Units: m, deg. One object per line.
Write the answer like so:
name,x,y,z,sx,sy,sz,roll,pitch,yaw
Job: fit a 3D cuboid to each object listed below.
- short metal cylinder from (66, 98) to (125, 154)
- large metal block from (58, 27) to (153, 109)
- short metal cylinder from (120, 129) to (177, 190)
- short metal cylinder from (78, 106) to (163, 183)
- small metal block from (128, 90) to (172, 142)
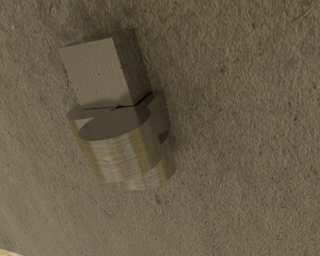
short metal cylinder,-0.075,-0.007,0.409,0.080,0.080,0.050,-2,117,29
large metal block,-0.065,-0.072,0.383,0.080,0.050,0.080,-2,118,29
short metal cylinder,-0.023,0.037,0.408,0.080,0.080,0.050,0,118,28
short metal cylinder,-0.042,0.015,0.340,0.080,0.080,0.050,-2,117,29
small metal block,-0.011,-0.015,0.391,0.025,0.050,0.050,1,119,28
